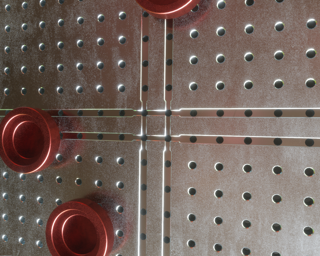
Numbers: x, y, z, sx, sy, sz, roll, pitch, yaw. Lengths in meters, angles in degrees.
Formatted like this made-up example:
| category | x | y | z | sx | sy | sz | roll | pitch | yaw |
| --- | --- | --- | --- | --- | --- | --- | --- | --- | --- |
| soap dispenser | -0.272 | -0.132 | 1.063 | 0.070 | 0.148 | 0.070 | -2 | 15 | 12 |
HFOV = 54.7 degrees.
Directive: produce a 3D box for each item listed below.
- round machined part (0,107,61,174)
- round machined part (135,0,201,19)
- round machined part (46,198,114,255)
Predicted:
| category | x | y | z | sx | sy | sz | roll | pitch | yaw |
| --- | --- | --- | --- | --- | --- | --- | --- | --- | --- |
| round machined part | -0.192 | 0.018 | 0.470 | 0.098 | 0.042 | 0.097 | 0 | 90 | 19 |
| round machined part | 0.014 | -0.189 | 0.398 | 0.098 | 0.042 | 0.097 | 0 | 90 | 19 |
| round machined part | -0.109 | 0.149 | 0.440 | 0.098 | 0.042 | 0.097 | 0 | 90 | 19 |
